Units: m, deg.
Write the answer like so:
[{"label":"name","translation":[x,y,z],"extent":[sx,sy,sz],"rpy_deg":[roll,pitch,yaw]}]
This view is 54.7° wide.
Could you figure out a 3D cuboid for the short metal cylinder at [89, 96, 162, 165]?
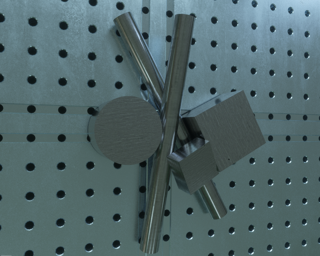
[{"label":"short metal cylinder","translation":[-0.044,0.003,0.380],"extent":[0.081,0.050,0.079],"rpy_deg":[0,90,-21]}]

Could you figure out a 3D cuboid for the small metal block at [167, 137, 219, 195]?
[{"label":"small metal block","translation":[0.042,0.047,0.391],"extent":[0.050,0.025,0.050],"rpy_deg":[-31,116,-25]}]

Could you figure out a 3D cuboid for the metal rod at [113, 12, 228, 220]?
[{"label":"metal rod","translation":[0.018,-0.009,0.415],"extent":[0.025,0.025,0.299],"rpy_deg":[-30,100,-18]}]

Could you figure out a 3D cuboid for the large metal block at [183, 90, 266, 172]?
[{"label":"large metal block","translation":[0.085,0.003,0.426],"extent":[0.080,0.050,0.080],"rpy_deg":[-29,100,-18]}]

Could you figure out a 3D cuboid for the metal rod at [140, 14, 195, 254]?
[{"label":"metal rod","translation":[0.008,0.011,0.391],"extent":[0.025,0.025,0.298],"rpy_deg":[7,96,-20]}]
